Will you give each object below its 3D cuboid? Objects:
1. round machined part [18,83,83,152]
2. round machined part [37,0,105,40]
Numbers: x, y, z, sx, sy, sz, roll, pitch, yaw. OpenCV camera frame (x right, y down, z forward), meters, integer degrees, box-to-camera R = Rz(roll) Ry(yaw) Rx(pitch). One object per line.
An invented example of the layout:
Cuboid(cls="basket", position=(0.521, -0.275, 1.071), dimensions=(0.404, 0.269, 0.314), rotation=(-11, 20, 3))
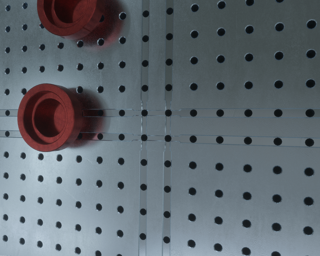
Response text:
Cuboid(cls="round machined part", position=(-0.156, -0.015, 0.457), dimensions=(0.098, 0.042, 0.097), rotation=(0, 90, 19))
Cuboid(cls="round machined part", position=(-0.123, -0.175, 0.445), dimensions=(0.098, 0.042, 0.097), rotation=(0, 90, 19))
